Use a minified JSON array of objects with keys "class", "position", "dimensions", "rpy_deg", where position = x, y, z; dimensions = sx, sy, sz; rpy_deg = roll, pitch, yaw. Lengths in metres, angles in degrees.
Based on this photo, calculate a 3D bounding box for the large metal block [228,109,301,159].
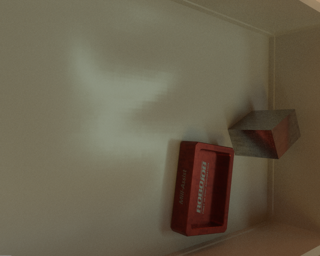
[{"class":"large metal block","position":[0.176,0.008,0.522],"dimensions":[0.081,0.080,0.050],"rpy_deg":[-32,110,-36]}]

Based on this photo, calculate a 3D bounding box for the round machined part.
[{"class":"round machined part","position":[0.299,-0.148,0.652],"dimensions":[0.099,0.042,0.097],"rpy_deg":[0,90,-40]}]

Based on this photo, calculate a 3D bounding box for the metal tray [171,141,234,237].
[{"class":"metal tray","position":[0.066,0.089,0.461],"dimensions":[0.091,0.030,0.129],"rpy_deg":[12,83,-40]}]
